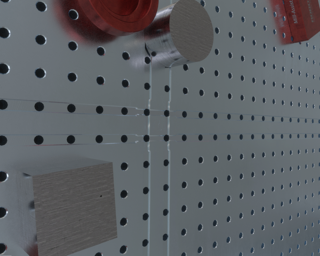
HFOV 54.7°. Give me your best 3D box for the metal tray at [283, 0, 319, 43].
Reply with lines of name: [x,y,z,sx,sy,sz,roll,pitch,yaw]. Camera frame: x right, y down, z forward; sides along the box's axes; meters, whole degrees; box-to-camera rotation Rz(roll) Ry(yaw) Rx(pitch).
metal tray: [0.304,-0.259,0.660,0.091,0.030,0.129,-36,112,-34]

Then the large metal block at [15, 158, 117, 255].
large metal block: [-0.094,0.078,0.315,0.081,0.050,0.079,-6,94,-40]

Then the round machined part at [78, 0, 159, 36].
round machined part: [-0.052,-0.154,0.354,0.099,0.042,0.097,0,90,-40]

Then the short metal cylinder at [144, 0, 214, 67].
short metal cylinder: [0.026,-0.125,0.414,0.081,0.050,0.079,0,90,-40]
